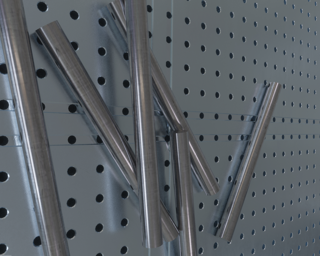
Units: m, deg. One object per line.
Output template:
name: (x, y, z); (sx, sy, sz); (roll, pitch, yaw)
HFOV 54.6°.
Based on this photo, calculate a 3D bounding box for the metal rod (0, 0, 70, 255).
metal rod: (-0.121, 0.024, 0.306); (0.025, 0.025, 0.298); (-14, 99, -39)

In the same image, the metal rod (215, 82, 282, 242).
metal rod: (0.160, 0.048, 0.541); (0.025, 0.025, 0.300); (38, 67, -33)

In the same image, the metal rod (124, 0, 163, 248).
metal rod: (-0.019, -0.012, 0.358); (0.025, 0.025, 0.298); (-7, 94, -40)

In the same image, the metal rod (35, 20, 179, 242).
metal rod: (-0.050, 0.021, 0.366); (0.025, 0.025, 0.299); (-42, 115, -32)

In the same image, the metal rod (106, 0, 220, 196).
metal rod: (0.014, -0.027, 0.419); (0.025, 0.025, 0.299); (-43, 116, -31)

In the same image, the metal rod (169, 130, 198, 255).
metal rod: (0.038, 0.151, 0.429); (0.025, 0.025, 0.298); (-12, 101, -39)
